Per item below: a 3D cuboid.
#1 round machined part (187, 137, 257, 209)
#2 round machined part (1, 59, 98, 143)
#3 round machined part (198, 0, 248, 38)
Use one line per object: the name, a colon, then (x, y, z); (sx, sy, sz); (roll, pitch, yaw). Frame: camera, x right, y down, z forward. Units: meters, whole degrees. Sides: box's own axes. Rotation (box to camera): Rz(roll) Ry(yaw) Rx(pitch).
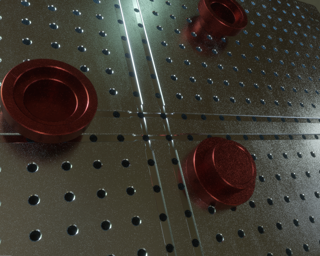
round machined part: (0.089, 0.055, 0.414); (0.099, 0.042, 0.098); (14, 56, -21)
round machined part: (-0.124, -0.026, 0.347); (0.099, 0.042, 0.098); (14, 56, -21)
round machined part: (0.114, -0.211, 0.590); (0.099, 0.042, 0.098); (14, 56, -21)
